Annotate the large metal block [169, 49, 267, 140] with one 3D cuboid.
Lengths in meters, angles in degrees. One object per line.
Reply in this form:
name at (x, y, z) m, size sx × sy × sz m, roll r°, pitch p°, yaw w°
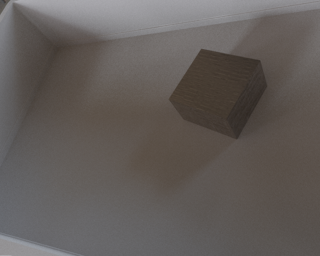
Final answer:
large metal block at (0.072, -0.043, 0.379) m, size 0.080 × 0.050 × 0.080 m, roll 23°, pitch 74°, yaw 36°
